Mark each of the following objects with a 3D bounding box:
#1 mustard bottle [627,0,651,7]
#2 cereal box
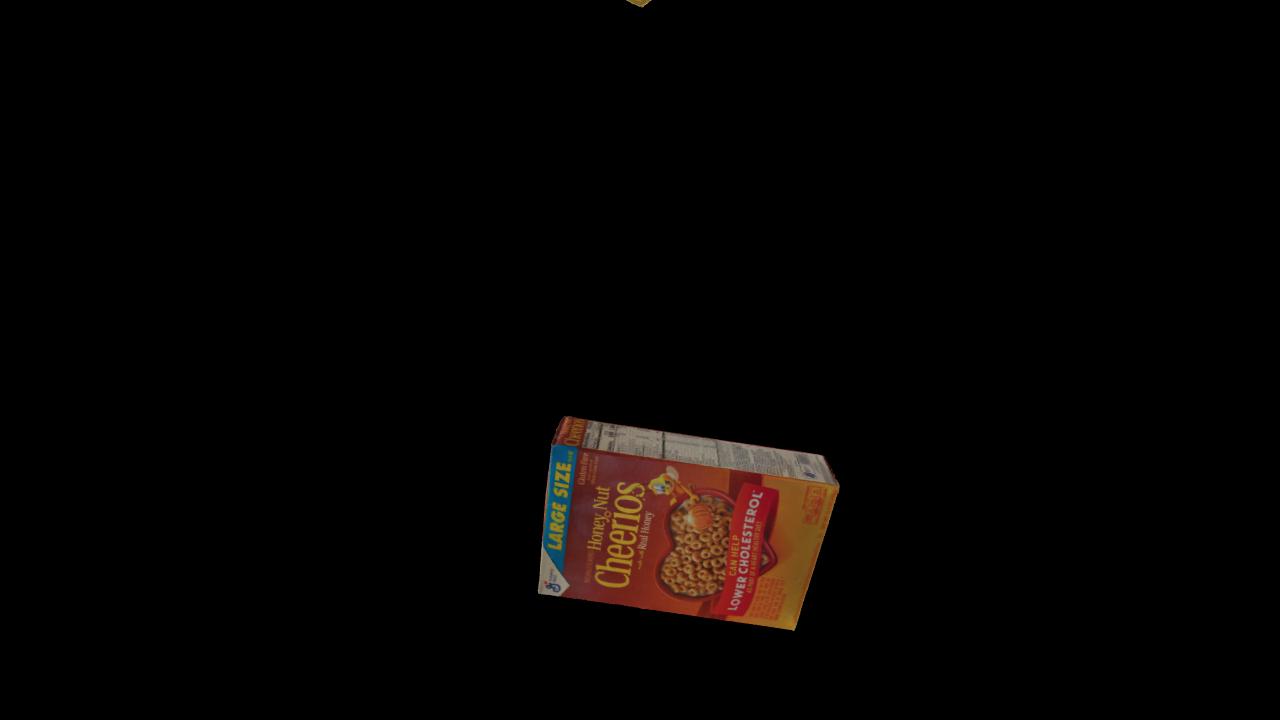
[{"bbox_3d":[-0.054,-0.422,0.589,0.184,0.054,0.092,14,-23,-28],"label":"mustard bottle"},{"bbox_3d":[0.044,0.188,0.697,0.306,0.203,0.081,9,22,-2],"label":"cereal box"}]
